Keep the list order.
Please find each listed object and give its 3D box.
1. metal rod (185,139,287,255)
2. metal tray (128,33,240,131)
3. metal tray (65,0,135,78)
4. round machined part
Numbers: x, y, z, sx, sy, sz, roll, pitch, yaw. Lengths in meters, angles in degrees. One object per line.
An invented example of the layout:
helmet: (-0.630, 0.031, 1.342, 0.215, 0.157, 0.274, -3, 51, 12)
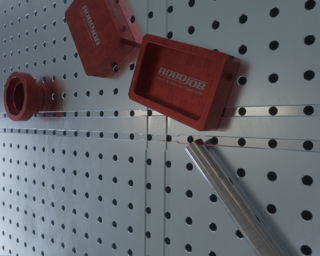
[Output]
metal rod: (0.116, 0.134, 0.313, 0.025, 0.025, 0.299, -48, 62, 29)
metal tray: (0.023, -0.060, 0.386, 0.130, 0.030, 0.089, 27, 107, 36)
metal tray: (-0.098, -0.157, 0.487, 0.090, 0.030, 0.130, -36, 68, 34)
round machined part: (-0.270, -0.062, 0.621, 0.098, 0.042, 0.097, 0, 90, 40)
